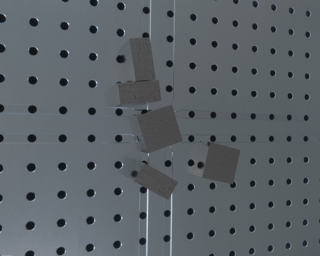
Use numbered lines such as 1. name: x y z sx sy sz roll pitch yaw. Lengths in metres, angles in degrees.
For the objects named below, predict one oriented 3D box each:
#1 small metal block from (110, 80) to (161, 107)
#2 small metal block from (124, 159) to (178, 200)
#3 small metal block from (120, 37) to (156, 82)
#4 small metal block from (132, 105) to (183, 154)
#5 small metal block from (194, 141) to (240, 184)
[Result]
1. small metal block: -0.032 -0.042 0.387 0.050 0.050 0.025 -7 93 -20
2. small metal block: -0.013 0.064 0.395 0.050 0.050 0.025 32 80 -17
3. small metal block: -0.029 -0.081 0.388 0.025 0.050 0.050 -9 93 -20
4. small metal block: -0.004 0.001 0.411 0.050 0.025 0.050 -19 97 -19
5. small metal block: 0.082 0.049 0.442 0.050 0.025 0.050 15 85 -20
